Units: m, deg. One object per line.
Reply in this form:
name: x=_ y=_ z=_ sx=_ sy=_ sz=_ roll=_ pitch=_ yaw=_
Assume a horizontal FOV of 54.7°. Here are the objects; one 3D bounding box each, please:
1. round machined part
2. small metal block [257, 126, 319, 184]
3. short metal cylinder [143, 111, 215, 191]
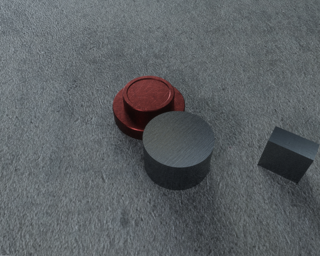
round machined part: x=-0.015 y=-0.034 z=0.420 sx=0.099 sy=0.042 sz=0.098 roll=0 pitch=50 yaw=0
small metal block: x=0.148 y=0.032 z=0.362 sx=0.050 sy=0.050 sz=0.025 roll=26 pitch=55 yaw=20
short metal cylinder: x=0.021 y=0.026 z=0.365 sx=0.081 sy=0.050 sz=0.080 roll=0 pitch=50 yaw=0
